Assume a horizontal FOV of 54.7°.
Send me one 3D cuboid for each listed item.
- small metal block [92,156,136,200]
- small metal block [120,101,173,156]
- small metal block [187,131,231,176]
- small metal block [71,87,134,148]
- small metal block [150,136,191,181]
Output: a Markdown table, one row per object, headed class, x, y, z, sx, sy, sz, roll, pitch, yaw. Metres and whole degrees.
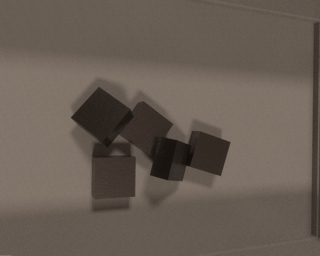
| class | x | y | z | sx | sy | sz | roll | pitch | yaw |
| --- | --- | --- | --- | --- | --- | --- | --- | --- | --- |
| small metal block | -0.059 | 0.061 | 0.390 | 0.050 | 0.025 | 0.050 | 1 | 90 | -21 |
| small metal block | -0.020 | 0.001 | 0.404 | 0.050 | 0.025 | 0.050 | 38 | 78 | -17 |
| small metal block | 0.065 | 0.036 | 0.436 | 0.050 | 0.025 | 0.050 | 19 | 83 | -19 |
| small metal block | -0.069 | -0.013 | 0.374 | 0.050 | 0.025 | 0.050 | 35 | 76 | 15 |
| small metal block | 0.015 | 0.041 | 0.403 | 0.050 | 0.025 | 0.050 | 23 | 79 | -63 |
